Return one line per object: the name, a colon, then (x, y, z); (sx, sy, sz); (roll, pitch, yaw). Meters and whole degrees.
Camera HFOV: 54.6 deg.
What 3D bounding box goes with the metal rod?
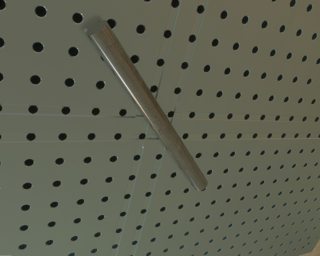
metal rod: (0.001, -0.005, 0.408); (0.025, 0.025, 0.300); (-37, 129, -4)
